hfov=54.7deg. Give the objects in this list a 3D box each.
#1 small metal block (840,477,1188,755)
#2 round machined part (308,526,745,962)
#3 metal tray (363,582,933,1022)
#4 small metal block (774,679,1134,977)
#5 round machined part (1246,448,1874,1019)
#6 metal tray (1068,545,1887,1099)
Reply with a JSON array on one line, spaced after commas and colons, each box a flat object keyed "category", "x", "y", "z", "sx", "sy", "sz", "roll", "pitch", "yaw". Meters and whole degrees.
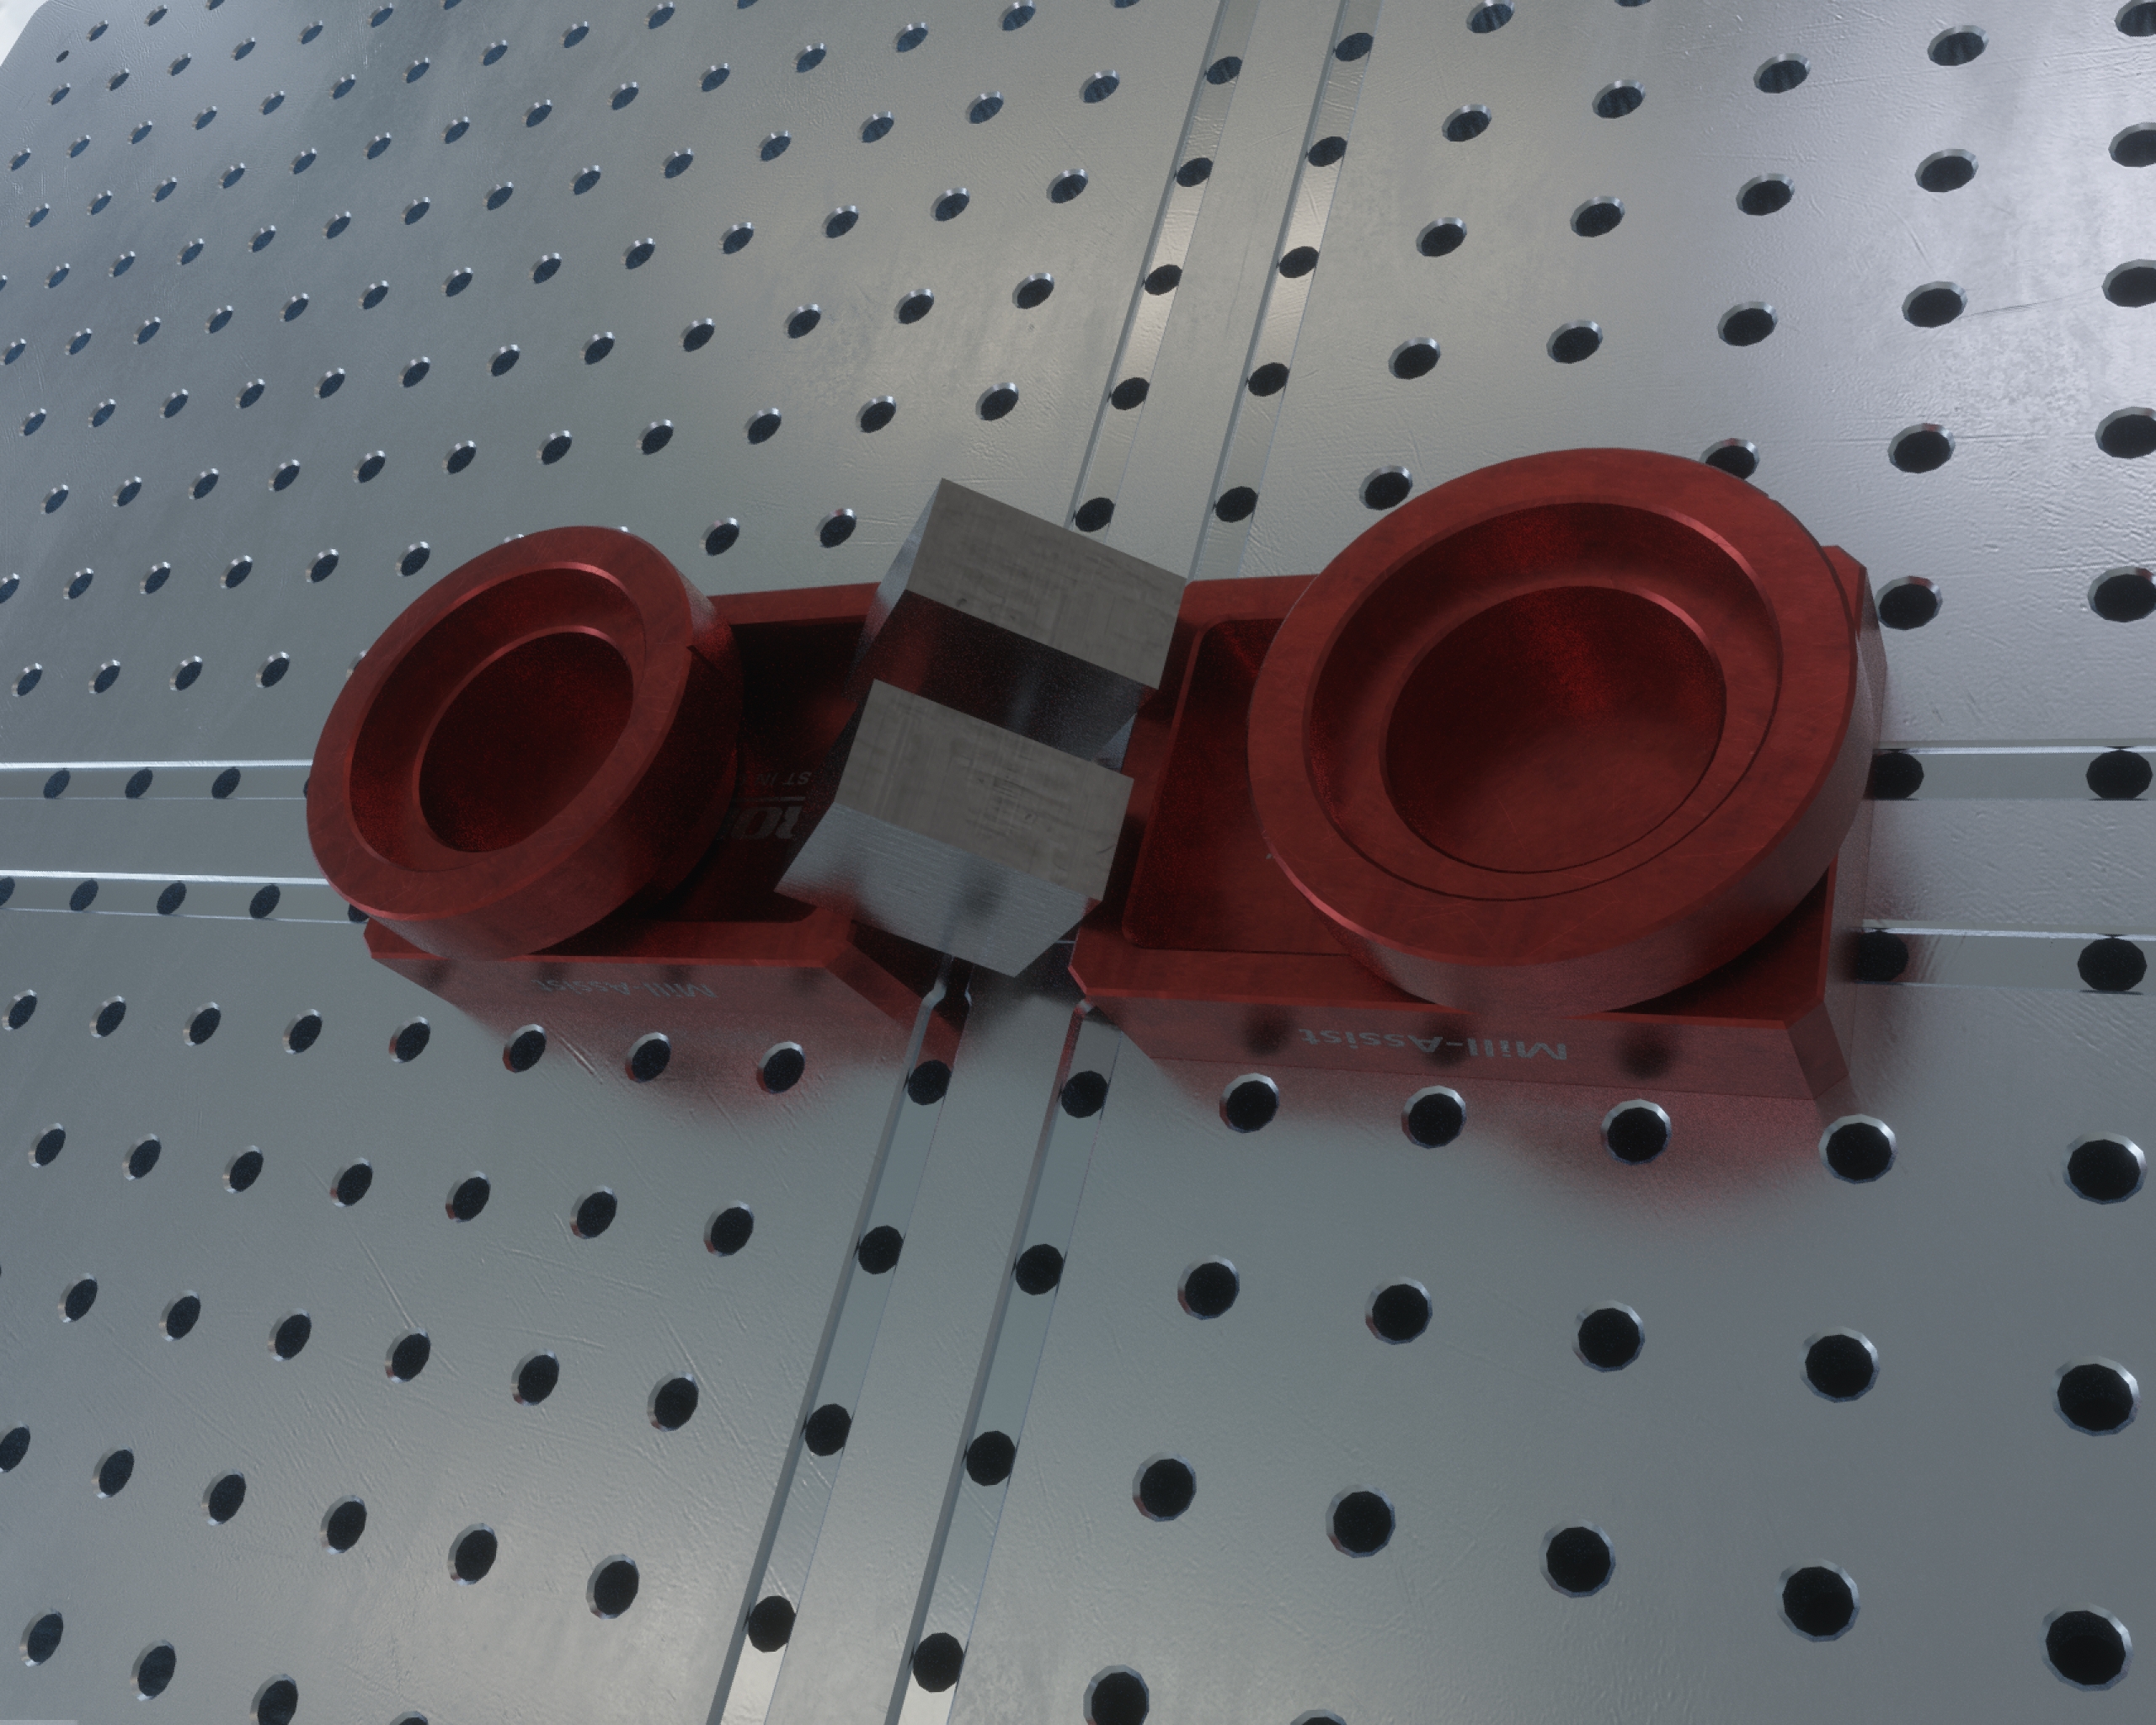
[{"category": "small metal block", "x": -0.013, "y": -0.044, "z": 0.408, "sx": 0.050, "sy": 0.050, "sz": 0.025, "roll": 136, "pitch": 151, "yaw": -62}, {"category": "round machined part", "x": -0.114, "y": -0.022, "z": 0.455, "sx": 0.098, "sy": 0.042, "sz": 0.098, "roll": -13, "pitch": 56, "yaw": 21}, {"category": "metal tray", "x": -0.087, "y": -0.013, "z": 0.461, "sx": 0.130, "sy": 0.030, "sz": 0.090, "roll": 0, "pitch": 63, "yaw": 28}, {"category": "small metal block", "x": -0.024, "y": -0.005, "z": 0.389, "sx": 0.050, "sy": 0.050, "sz": 0.025, "roll": 136, "pitch": 151, "yaw": -62}, {"category": "round machined part", "x": 0.081, "y": -0.018, "z": 0.350, "sx": 0.098, "sy": 0.042, "sz": 0.098, "roll": -13, "pitch": 56, "yaw": 21}, {"category": "metal tray", "x": 0.071, "y": -0.009, "z": 0.374, "sx": 0.130, "sy": 0.030, "sz": 0.090, "roll": 1, "pitch": 62, "yaw": 28}]
